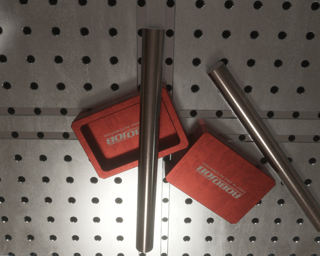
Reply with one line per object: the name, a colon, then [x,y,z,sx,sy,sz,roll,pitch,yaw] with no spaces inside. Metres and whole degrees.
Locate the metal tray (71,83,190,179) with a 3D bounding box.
metal tray: [-0.037,0.004,0.411,0.130,0.030,0.090,-21,109,7]

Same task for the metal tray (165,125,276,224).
metal tray: [0.083,0.067,0.437,0.130,0.030,0.090,35,106,-13]

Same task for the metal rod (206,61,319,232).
metal rod: [0.158,0.037,0.429,0.025,0.025,0.300,-35,107,12]

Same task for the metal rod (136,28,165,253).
metal rod: [-0.015,0.030,0.391,0.025,0.025,0.298,3,110,-2]
